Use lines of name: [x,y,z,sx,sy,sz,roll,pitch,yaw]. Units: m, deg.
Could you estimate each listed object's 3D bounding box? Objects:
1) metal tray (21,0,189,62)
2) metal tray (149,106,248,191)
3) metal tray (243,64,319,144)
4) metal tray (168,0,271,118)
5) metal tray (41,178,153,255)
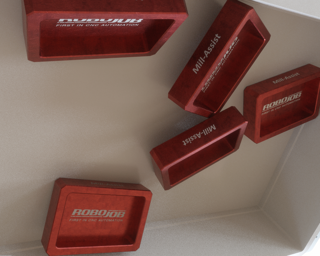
metal tray: [-0.052,-0.094,0.281,0.131,0.090,0.030,-9,82,-24]
metal tray: [0.054,0.031,0.431,0.131,0.030,0.090,-28,152,-11]
metal tray: [0.194,-0.038,0.487,0.131,0.030,0.089,-21,127,-16]
metal tray: [0.075,-0.076,0.377,0.129,0.030,0.090,-57,150,13]
metal tray: [-0.081,0.119,0.416,0.131,0.030,0.089,12,93,-33]
